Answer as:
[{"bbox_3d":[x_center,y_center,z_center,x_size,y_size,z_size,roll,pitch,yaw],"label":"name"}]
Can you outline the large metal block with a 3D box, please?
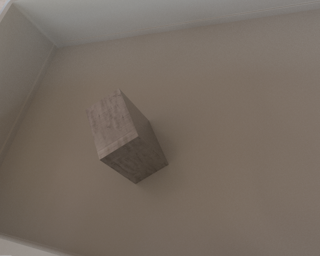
[{"bbox_3d":[-0.041,0.012,0.386,0.050,0.080,0.080,-32,52,8],"label":"large metal block"}]
